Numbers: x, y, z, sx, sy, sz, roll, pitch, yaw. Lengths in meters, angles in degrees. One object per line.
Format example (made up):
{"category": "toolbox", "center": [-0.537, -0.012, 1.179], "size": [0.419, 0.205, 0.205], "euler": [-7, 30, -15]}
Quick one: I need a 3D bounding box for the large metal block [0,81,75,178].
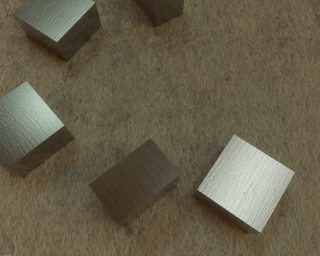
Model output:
{"category": "large metal block", "center": [-0.171, 0.002, 0.392], "size": [0.080, 0.050, 0.080], "euler": [-40, 75, -14]}

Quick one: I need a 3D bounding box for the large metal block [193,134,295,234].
{"category": "large metal block", "center": [0.097, 0.068, 0.371], "size": [0.080, 0.050, 0.080], "euler": [34, 73, 11]}

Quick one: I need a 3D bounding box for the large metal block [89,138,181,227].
{"category": "large metal block", "center": [-0.026, 0.066, 0.355], "size": [0.080, 0.080, 0.050], "euler": [-37, 75, -13]}

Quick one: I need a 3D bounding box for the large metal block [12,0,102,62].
{"category": "large metal block", "center": [-0.146, -0.157, 0.450], "size": [0.080, 0.050, 0.080], "euler": [33, 73, 11]}

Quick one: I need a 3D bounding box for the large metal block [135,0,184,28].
{"category": "large metal block", "center": [-0.007, -0.212, 0.456], "size": [0.050, 0.080, 0.080], "euler": [-30, 73, -11]}
